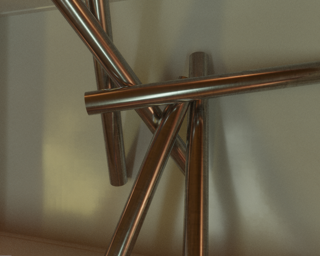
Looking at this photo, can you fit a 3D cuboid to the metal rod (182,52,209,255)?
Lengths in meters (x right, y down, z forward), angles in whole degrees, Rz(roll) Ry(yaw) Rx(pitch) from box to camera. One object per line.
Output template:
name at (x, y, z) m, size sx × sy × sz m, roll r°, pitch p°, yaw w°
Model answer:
metal rod at (0.040, 0.046, 0.333) m, size 0.025 × 0.025 × 0.299 m, roll -5°, pitch 64°, yaw 20°

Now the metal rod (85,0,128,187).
metal rod at (-0.064, -0.059, 0.368) m, size 0.025 × 0.025 × 0.298 m, roll 7°, pitch 118°, yaw 20°

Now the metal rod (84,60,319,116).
metal rod at (0.074, -0.046, 0.328) m, size 0.302 × 0.025 × 0.025 m, roll -8°, pitch 87°, yaw -2°

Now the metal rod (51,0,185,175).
metal rod at (-0.040, -0.056, 0.341) m, size 0.025 × 0.025 × 0.300 m, roll -29°, pitch 114°, yaw 18°

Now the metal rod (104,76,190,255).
metal rod at (-0.024, 0.082, 0.327) m, size 0.025 × 0.025 × 0.299 m, roll 18°, pitch 78°, yaw 19°
